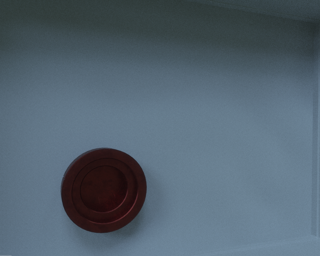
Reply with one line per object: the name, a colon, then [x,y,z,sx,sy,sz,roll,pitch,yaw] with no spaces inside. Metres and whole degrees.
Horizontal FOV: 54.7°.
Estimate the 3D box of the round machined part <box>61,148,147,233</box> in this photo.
round machined part: [-0.069,0.072,0.377,0.099,0.042,0.097,0,90,-21]
